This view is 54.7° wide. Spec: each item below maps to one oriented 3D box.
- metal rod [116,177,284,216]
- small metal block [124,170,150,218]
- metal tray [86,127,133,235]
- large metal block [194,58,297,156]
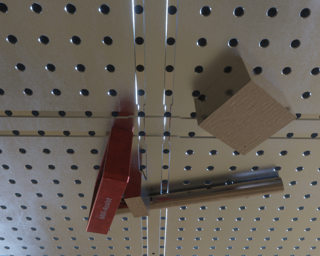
[{"bbox_3d":[0.045,0.115,0.510,0.301,0.025,0.025,-10,130,8],"label":"metal rod"},{"bbox_3d":[-0.034,0.103,0.483,0.025,0.050,0.050,-11,129,9],"label":"small metal block"},{"bbox_3d":[-0.071,0.075,0.431,0.030,0.090,0.129,14,129,-12],"label":"metal tray"},{"bbox_3d":[0.101,-0.023,0.377,0.080,0.050,0.080,32,123,-25],"label":"large metal block"}]
